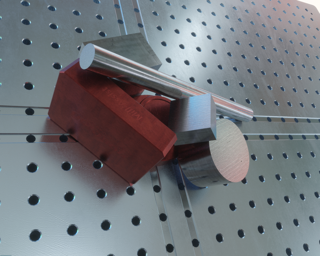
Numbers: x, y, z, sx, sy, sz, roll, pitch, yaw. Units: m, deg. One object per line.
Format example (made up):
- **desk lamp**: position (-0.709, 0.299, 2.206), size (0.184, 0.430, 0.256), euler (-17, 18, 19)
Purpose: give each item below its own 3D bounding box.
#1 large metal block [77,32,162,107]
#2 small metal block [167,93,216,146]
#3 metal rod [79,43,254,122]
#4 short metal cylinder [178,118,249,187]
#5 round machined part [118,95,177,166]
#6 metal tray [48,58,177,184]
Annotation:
- **large metal block**: position (-0.057, -0.066, 0.381), size (0.081, 0.080, 0.050), euler (-23, 75, -37)
- **small metal block**: position (0.038, -0.010, 0.364), size (0.025, 0.050, 0.050), euler (57, 32, -47)
- **metal rod**: position (0.036, -0.044, 0.395), size (0.302, 0.025, 0.025), euler (12, 54, -45)
- **short metal cylinder**: position (0.069, 0.033, 0.396), size (0.081, 0.050, 0.080), euler (17, 64, -39)
- **round machined part**: position (-0.005, -0.003, 0.401), size (0.099, 0.042, 0.098), euler (14, 56, -21)
- **metal tray**: position (-0.056, -0.003, 0.338), size (0.130, 0.090, 0.030), euler (40, 51, -2)
